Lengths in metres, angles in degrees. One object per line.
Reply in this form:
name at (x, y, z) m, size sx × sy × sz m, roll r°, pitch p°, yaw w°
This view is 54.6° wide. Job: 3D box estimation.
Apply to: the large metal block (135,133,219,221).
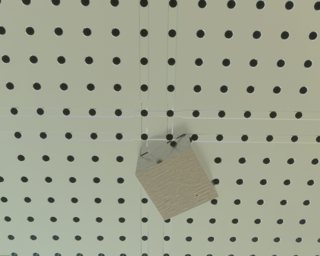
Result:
large metal block at (0.023, 0.066, 0.425) m, size 0.080 × 0.050 × 0.080 m, roll -27°, pitch 108°, yaw 9°
